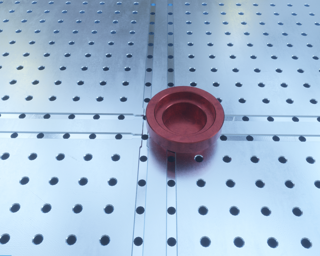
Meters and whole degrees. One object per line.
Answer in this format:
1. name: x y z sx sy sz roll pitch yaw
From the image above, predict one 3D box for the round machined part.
1. round machined part: 0.031 -0.006 0.402 0.099 0.042 0.098 0 50 0
